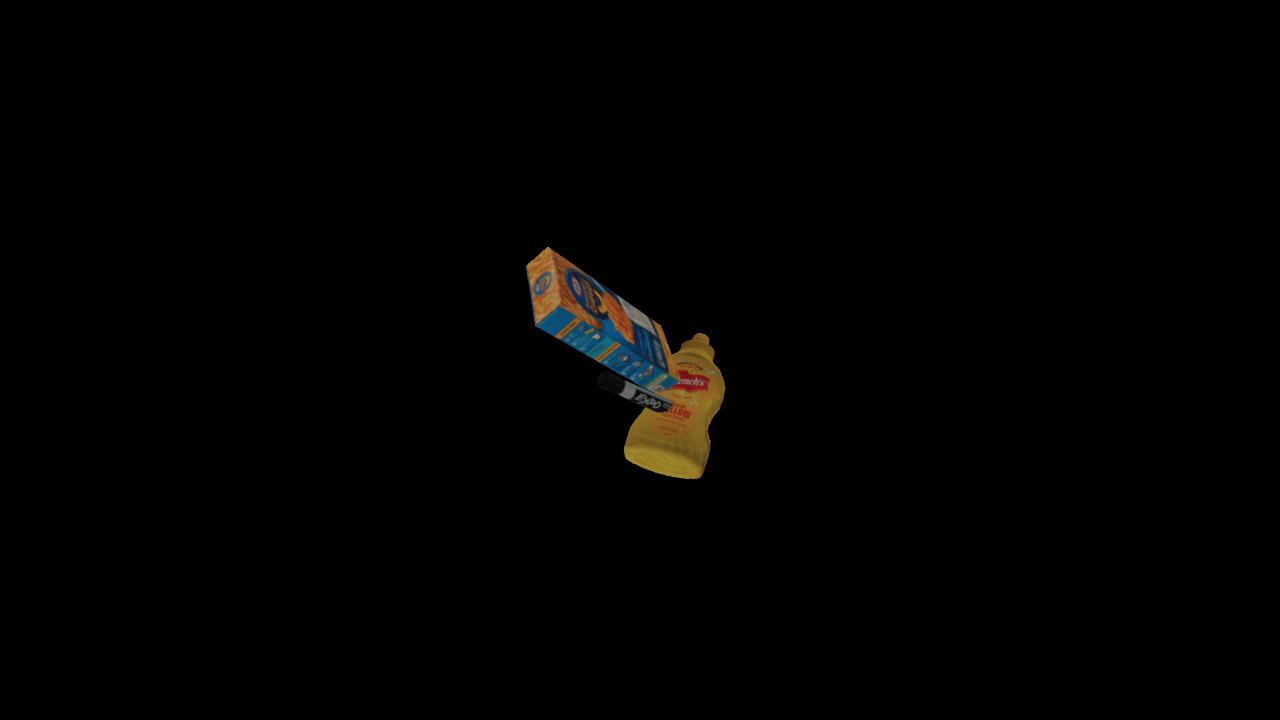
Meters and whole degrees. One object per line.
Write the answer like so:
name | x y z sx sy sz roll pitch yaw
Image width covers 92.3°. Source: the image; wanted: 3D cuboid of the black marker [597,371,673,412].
black marker | 0.004 0.040 0.656 0.121 0.020 0.020 26 -15 -32

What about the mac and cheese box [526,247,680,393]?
mac and cheese box | -0.036 -0.037 0.655 0.041 0.093 0.184 -37 -45 23

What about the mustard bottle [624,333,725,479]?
mustard bottle | 0.050 0.041 0.705 0.092 0.184 0.054 10 -36 16
